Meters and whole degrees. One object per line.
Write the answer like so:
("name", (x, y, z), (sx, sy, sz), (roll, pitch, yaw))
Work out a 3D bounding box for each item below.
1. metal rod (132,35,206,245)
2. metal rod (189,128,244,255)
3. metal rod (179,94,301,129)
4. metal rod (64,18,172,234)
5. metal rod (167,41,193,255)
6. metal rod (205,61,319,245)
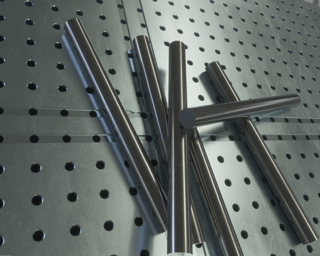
("metal rod", (0.005, -0.001, 0.410), (0.025, 0.025, 0.299), (0, 62, -28))
("metal rod", (0.074, 0.116, 0.376), (0.025, 0.025, 0.299), (-4, 64, -30))
("metal rod", (0.139, -0.031, 0.467), (0.302, 0.025, 0.025), (-10, 67, -44))
("metal rod", (-0.054, -0.015, 0.387), (0.025, 0.025, 0.299), (-16, 70, -34))
("metal rod", (0.023, 0.000, 0.386), (0.025, 0.025, 0.300), (16, 53, -19))
("metal rod", (0.146, 0.025, 0.470), (0.025, 0.025, 0.299), (-12, 68, -33))
